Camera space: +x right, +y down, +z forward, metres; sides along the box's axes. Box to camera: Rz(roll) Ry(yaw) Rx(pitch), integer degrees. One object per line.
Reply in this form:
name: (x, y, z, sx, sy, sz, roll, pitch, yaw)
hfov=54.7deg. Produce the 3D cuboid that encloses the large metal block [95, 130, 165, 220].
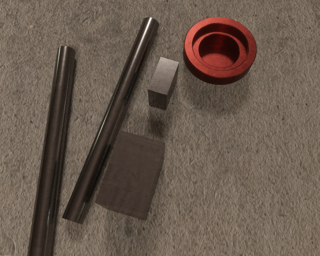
large metal block: (-0.030, 0.058, 0.357, 0.050, 0.080, 0.080, 15, 71, 5)

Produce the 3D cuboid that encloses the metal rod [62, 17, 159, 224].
metal rod: (-0.058, -0.024, 0.416, 0.025, 0.025, 0.299, 17, 71, 5)

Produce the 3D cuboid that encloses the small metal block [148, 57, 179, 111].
small metal block: (0.005, -0.058, 0.416, 0.025, 0.050, 0.050, 18, 71, 6)

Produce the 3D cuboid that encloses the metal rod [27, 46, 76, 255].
metal rod: (-0.137, 0.029, 0.395, 0.025, 0.025, 0.299, 1, 70, 0)

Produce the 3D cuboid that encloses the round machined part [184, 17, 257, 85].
round machined part: (0.082, -0.104, 0.438, 0.099, 0.042, 0.098, 0, 70, -1)
